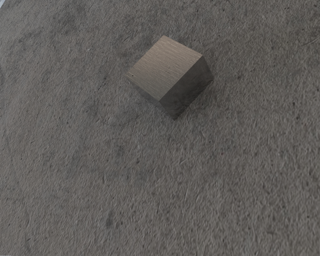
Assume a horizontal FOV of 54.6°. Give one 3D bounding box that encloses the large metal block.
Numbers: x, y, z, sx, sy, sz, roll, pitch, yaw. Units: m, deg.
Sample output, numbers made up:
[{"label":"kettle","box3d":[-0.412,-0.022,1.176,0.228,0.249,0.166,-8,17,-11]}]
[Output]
[{"label":"large metal block","box3d":[0.012,-0.070,0.425,0.080,0.050,0.080,-47,51,-5]}]
